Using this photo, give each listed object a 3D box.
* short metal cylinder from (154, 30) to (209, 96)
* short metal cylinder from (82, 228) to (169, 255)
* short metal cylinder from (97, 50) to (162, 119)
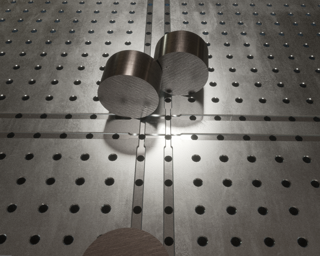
[{"bbox_3d":[0.030,-0.093,0.451,0.080,0.080,0.050,4,50,3],"label":"short metal cylinder"},{"bbox_3d":[-0.030,0.137,0.276,0.081,0.050,0.080,0,50,0],"label":"short metal cylinder"},{"bbox_3d":[-0.039,-0.058,0.420,0.080,0.080,0.050,4,50,3],"label":"short metal cylinder"}]
